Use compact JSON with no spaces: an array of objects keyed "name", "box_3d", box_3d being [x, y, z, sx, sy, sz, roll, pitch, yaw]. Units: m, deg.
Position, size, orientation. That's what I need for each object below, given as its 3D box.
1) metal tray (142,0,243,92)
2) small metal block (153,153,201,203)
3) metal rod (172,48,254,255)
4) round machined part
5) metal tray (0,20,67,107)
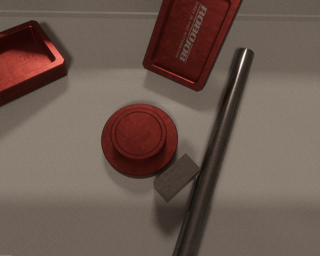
[{"name":"metal tray","box_3d":[0.040,-0.125,0.408,0.090,0.129,0.030,25,27,8]},{"name":"small metal block","box_3d":[0.020,0.062,0.374,0.050,0.050,0.025,-40,75,-13]},{"name":"metal rod","box_3d":[0.074,0.024,0.401,0.025,0.025,0.300,19,71,6]},{"name":"round machined part","box_3d":[-0.026,0.013,0.396,0.099,0.042,0.098,0,70,-1]},{"name":"metal tray","box_3d":[-0.208,-0.086,0.425,0.131,0.030,0.090,-31,73,-21]}]
